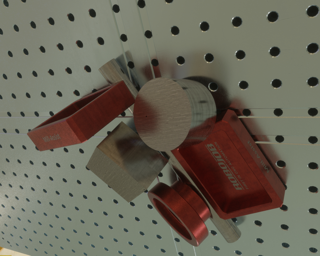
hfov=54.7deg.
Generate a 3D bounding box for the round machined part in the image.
[{"bbox_3d":[0.031,0.112,0.430,0.098,0.042,0.098,42,159,21],"label":"round machined part"}]

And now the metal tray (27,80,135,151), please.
[{"bbox_3d":[-0.102,-0.013,0.392,0.130,0.090,0.030,-11,115,48],"label":"metal tray"}]

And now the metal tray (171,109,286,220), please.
[{"bbox_3d":[0.084,0.051,0.390,0.090,0.030,0.130,-28,103,37],"label":"metal tray"}]

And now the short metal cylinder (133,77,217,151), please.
[{"bbox_3d":[0.016,-0.016,0.353,0.080,0.050,0.079,5,97,39],"label":"short metal cylinder"}]

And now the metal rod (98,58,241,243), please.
[{"bbox_3d":[0.019,0.038,0.419,0.025,0.025,0.299,-28,103,37],"label":"metal rod"}]

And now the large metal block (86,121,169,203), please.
[{"bbox_3d":[-0.047,0.049,0.422,0.080,0.050,0.080,41,147,0],"label":"large metal block"}]
